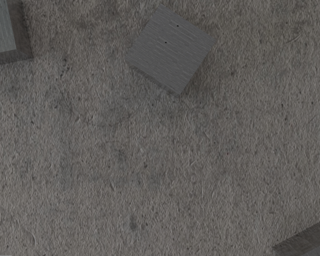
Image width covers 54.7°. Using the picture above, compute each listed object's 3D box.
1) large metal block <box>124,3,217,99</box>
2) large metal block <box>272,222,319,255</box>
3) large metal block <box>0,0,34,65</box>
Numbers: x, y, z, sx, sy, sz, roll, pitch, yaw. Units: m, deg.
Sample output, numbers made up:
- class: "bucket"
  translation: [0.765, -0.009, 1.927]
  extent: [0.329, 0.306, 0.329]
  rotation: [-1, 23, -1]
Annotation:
- class: "large metal block"
  translation: [0.012, -0.095, 0.397]
  extent: [0.080, 0.050, 0.080]
  rotation: [33, 90, 0]
- class: "large metal block"
  translation: [0.208, 0.180, 0.399]
  extent: [0.080, 0.050, 0.080]
  rotation: [-28, 90, 0]
- class: "large metal block"
  translation: [-0.219, -0.126, 0.396]
  extent: [0.080, 0.050, 0.080]
  rotation: [-12, 90, 0]
